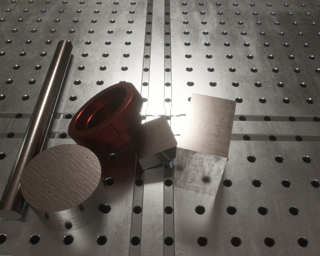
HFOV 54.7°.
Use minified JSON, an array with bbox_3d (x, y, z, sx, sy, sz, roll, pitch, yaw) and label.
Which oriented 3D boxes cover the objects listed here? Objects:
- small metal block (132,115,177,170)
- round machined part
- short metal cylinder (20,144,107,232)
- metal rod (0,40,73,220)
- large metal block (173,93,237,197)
[{"bbox_3d":[-0.007,0.018,0.387,0.050,0.025,0.050,-21,52,-3],"label":"small metal block"},{"bbox_3d":[-0.061,-0.010,0.385,0.098,0.042,0.098,-25,33,18],"label":"round machined part"},{"bbox_3d":[-0.101,0.064,0.336,0.081,0.050,0.080,0,50,0],"label":"short metal cylinder"},{"bbox_3d":[-0.159,-0.023,0.424,0.025,0.025,0.300,0,50,0],"label":"metal rod"},{"bbox_3d":[0.051,0.020,0.356,0.050,0.080,0.080,12,51,9],"label":"large metal block"}]
